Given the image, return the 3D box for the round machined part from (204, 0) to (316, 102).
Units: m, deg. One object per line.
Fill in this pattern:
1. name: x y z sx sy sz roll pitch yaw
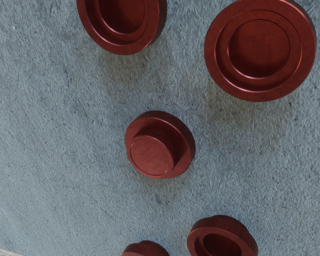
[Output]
1. round machined part: 0.096 -0.078 0.297 0.098 0.042 0.097 13 124 21

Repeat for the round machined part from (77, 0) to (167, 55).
1. round machined part: -0.037 -0.132 0.334 0.098 0.042 0.097 13 124 21

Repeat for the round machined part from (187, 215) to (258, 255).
1. round machined part: 0.092 0.166 0.450 0.098 0.042 0.097 13 124 21

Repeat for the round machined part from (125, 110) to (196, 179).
1. round machined part: -0.005 0.029 0.417 0.098 0.042 0.097 13 124 21

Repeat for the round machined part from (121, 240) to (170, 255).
1. round machined part: -0.019 0.242 0.556 0.098 0.042 0.097 13 124 21
